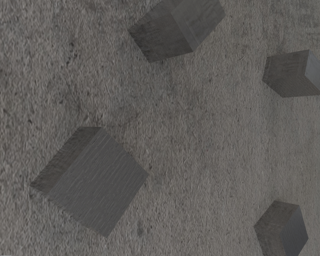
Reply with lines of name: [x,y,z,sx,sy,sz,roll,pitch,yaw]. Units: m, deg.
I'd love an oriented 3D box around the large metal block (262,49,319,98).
large metal block: [0.253,-0.098,0.581,0.080,0.080,0.050,26,74,-37]

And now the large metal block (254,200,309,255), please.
large metal block: [0.229,0.196,0.580,0.081,0.050,0.080,-34,111,-35]

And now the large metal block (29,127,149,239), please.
large metal block: [-0.072,0.055,0.328,0.080,0.050,0.080,50,61,-29]

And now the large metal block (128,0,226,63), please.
large metal block: [0.021,-0.131,0.386,0.080,0.080,0.050,-51,120,-28]
